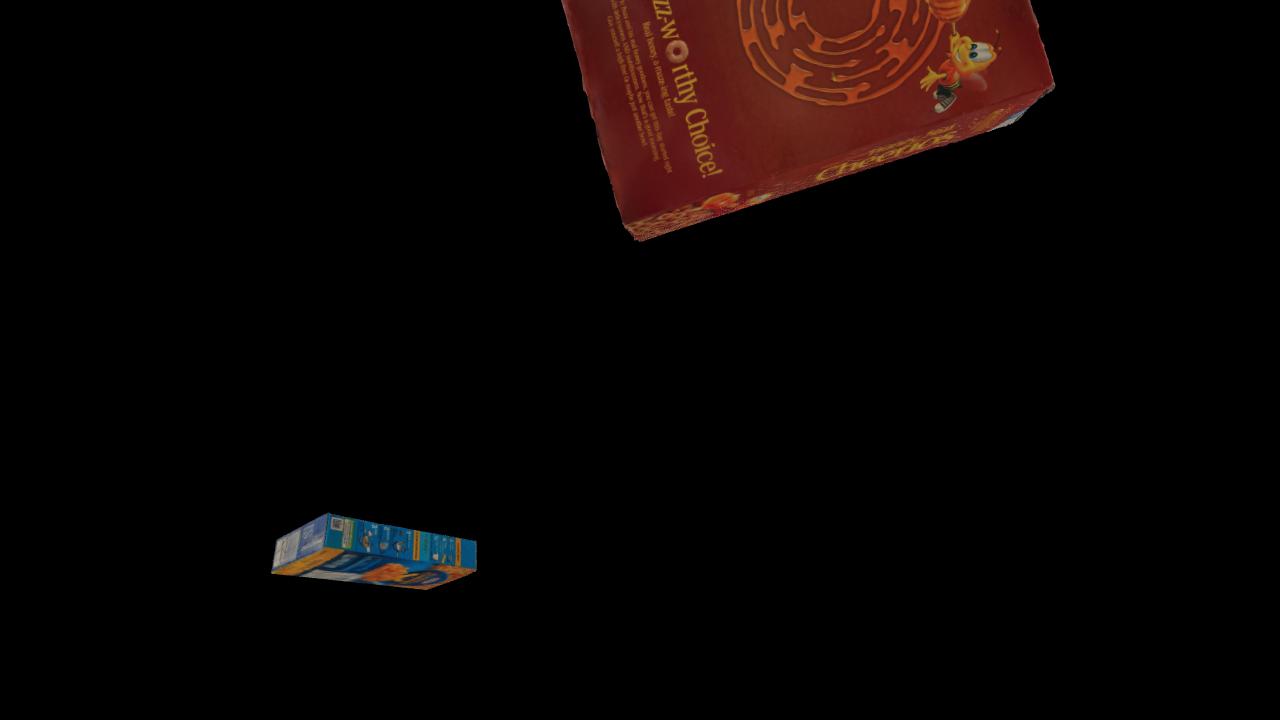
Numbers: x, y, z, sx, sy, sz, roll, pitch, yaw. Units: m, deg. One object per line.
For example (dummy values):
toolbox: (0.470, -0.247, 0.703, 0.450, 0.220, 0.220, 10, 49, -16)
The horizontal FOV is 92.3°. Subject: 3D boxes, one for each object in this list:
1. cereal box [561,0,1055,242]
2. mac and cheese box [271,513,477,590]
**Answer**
cereal box: (0.110, -0.233, 0.460, 0.306, 0.203, 0.081, -16, -3, 9)
mac and cheese box: (-0.274, 0.208, 0.654, 0.093, 0.041, 0.184, -28, -36, 25)
